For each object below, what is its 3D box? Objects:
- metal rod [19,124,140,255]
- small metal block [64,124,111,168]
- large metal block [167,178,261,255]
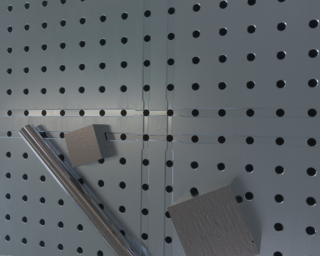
[{"bbox_3d":[-0.109,0.108,0.451,0.300,0.025,0.025,46,104,14],"label":"metal rod"},{"bbox_3d":[-0.105,0.026,0.450,0.050,0.025,0.050,-18,84,19],"label":"small metal block"},{"bbox_3d":[0.067,0.116,0.376,0.080,0.050,0.080,-25,82,18],"label":"large metal block"}]
